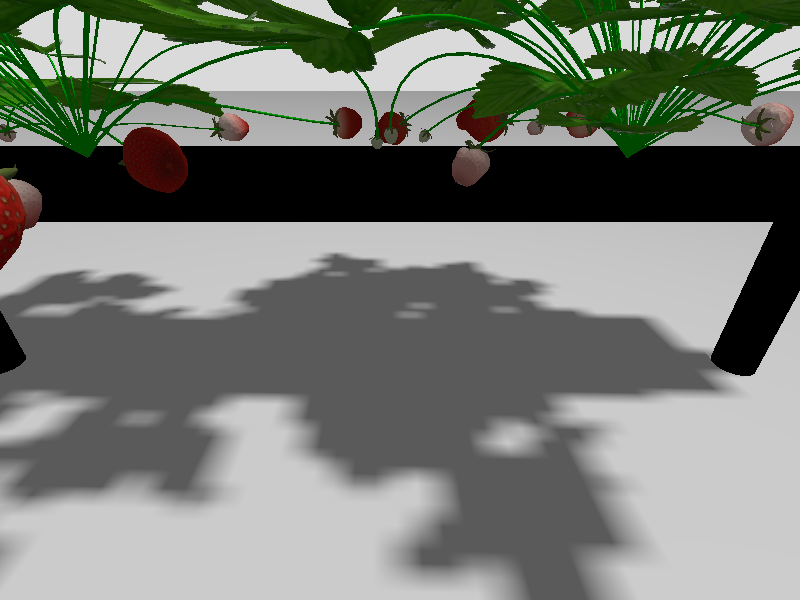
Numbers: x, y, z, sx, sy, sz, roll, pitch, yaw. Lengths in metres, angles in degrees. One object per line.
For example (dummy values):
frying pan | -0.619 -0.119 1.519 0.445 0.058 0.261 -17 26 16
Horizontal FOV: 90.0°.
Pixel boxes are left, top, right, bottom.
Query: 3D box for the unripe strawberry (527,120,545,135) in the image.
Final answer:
unripe strawberry | 0.153 -0.195 0.452 0.020 0.017 0.020 -7 2 -13

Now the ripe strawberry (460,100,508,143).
ripe strawberry | 0.084 -0.187 0.412 0.048 0.047 0.045 24 37 37

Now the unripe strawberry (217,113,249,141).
unripe strawberry | -0.168 -0.174 0.403 0.031 0.026 0.031 -24 37 -37

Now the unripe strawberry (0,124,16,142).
unripe strawberry | -0.396 -0.167 0.403 0.016 0.016 0.014 -5 22 37

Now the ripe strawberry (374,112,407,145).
ripe strawberry | -0.010 -0.165 0.388 0.032 0.031 0.029 -12 22 27

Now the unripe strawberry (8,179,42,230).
unripe strawberry | -0.167 -0.041 0.172 0.022 0.022 0.019 -14 32 -24

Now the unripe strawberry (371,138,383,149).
unripe strawberry | -0.019 -0.134 0.342 0.010 0.010 0.009 -2 29 -3

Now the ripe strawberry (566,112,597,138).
ripe strawberry | 0.194 -0.191 0.428 0.037 0.033 0.033 1 28 2

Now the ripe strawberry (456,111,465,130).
ripe strawberry | 0.082 -0.224 0.497 0.027 0.023 0.027 -15 32 -25

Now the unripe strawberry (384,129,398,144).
unripe strawberry | -0.007 -0.128 0.312 0.011 0.011 0.011 -2 29 -4

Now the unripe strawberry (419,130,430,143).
unripe strawberry | 0.024 -0.164 0.402 0.011 0.012 0.010 -39 4 38

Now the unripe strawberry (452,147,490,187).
unripe strawberry | 0.041 -0.079 0.240 0.021 0.022 0.024 19 11 -43

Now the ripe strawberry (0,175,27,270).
ripe strawberry | -0.137 -0.021 0.115 0.042 0.044 0.046 -14 47 -24

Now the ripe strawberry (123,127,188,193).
ripe strawberry | -0.132 -0.075 0.218 0.033 0.034 0.030 25 38 37

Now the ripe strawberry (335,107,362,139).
ripe strawberry | -0.054 -0.187 0.423 0.030 0.031 0.027 -14 32 -25

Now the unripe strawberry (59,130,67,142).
unripe strawberry | -0.333 -0.165 0.399 0.012 0.013 0.013 -24 37 -36
